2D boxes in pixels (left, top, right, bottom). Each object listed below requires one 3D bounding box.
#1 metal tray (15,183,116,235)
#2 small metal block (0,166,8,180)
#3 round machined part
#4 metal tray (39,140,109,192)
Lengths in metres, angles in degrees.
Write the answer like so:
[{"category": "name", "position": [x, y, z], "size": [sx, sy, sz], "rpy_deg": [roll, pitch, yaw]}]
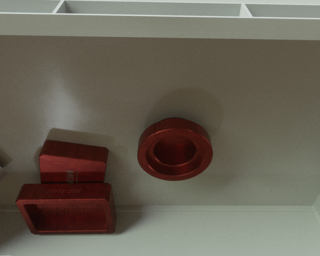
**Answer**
[{"category": "metal tray", "position": [-0.136, 0.124, 0.468], "size": [0.131, 0.030, 0.089], "rpy_deg": [-1, 130, 0]}, {"category": "small metal block", "position": [-0.259, 0.065, 0.441], "size": [0.025, 0.050, 0.050], "rpy_deg": [12, 143, 42]}, {"category": "round machined part", "position": [0.020, 0.024, 0.419], "size": [0.099, 0.042, 0.097], "rpy_deg": [-1, 130, 0]}, {"category": "metal tray", "position": [-0.131, 0.080, 0.472], "size": [0.091, 0.030, 0.129], "rpy_deg": [8, 130, -8]}]
